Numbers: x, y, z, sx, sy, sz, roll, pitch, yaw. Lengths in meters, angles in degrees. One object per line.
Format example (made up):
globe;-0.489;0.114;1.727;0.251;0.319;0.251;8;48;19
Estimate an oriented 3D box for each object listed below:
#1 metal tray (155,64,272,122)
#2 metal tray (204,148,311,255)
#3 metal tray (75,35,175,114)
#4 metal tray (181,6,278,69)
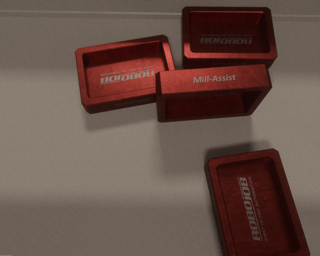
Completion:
metal tray;0.061;-0.041;0.390;0.131;0.090;0.030;-5;71;-2
metal tray;0.112;0.096;0.373;0.091;0.030;0.129;-9;70;-4
metal tray;-0.046;-0.076;0.434;0.131;0.030;0.090;-11;70;-5
metal tray;0.098;-0.133;0.456;0.131;0.030;0.090;0;70;-1
